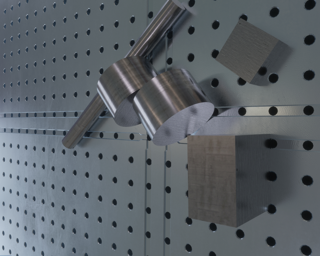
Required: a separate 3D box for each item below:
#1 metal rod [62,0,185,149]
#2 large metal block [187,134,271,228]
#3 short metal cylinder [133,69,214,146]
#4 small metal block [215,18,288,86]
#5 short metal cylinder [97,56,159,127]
[{"bbox_3d":[-0.069,-0.066,0.465,0.299,0.025,0.025,-45,63,30],"label":"metal rod"},{"bbox_3d":[0.072,0.046,0.314,0.050,0.081,0.079,-1,89,40],"label":"large metal block"},{"bbox_3d":[0.015,-0.023,0.361,0.080,0.081,0.050,-46,63,30],"label":"short metal cylinder"},{"bbox_3d":[0.096,-0.080,0.330,0.050,0.025,0.050,45,117,30],"label":"small metal block"},{"bbox_3d":[-0.034,-0.046,0.401,0.080,0.081,0.050,-48,62,29],"label":"short metal cylinder"}]
